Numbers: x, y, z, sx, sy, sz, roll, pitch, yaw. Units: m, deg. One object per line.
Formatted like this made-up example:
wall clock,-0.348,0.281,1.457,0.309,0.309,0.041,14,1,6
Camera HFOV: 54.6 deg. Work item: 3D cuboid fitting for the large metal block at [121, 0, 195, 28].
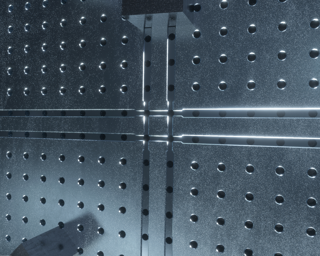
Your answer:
large metal block,0.000,-0.179,0.400,0.080,0.050,0.080,4,91,20

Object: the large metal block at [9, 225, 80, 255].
large metal block,-0.179,0.196,0.447,0.080,0.080,0.050,-45,76,14
